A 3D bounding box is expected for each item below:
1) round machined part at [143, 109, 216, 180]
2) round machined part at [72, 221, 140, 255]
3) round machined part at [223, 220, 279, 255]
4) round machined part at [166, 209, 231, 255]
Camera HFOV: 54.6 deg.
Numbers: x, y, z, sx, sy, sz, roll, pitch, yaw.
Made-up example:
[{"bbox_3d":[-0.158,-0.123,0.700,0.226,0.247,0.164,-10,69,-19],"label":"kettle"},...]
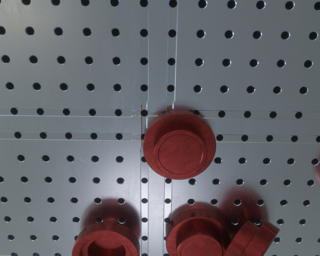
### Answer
[{"bbox_3d":[0.026,0.027,0.415,0.099,0.042,0.097,0,110,0],"label":"round machined part"},{"bbox_3d":[-0.079,0.182,0.471,0.099,0.042,0.097,0,110,0],"label":"round machined part"},{"bbox_3d":[0.128,0.174,0.450,0.042,0.099,0.097,34,111,28],"label":"round machined part"},{"bbox_3d":[0.058,0.176,0.469,0.099,0.042,0.097,0,110,0],"label":"round machined part"}]
